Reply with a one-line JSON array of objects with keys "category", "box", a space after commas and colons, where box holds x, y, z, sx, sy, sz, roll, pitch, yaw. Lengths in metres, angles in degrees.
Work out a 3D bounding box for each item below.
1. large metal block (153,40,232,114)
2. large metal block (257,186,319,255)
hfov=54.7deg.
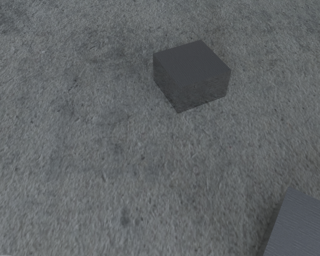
[{"category": "large metal block", "box": [0.044, -0.077, 0.452, 0.081, 0.050, 0.080, -21, 53, -17]}, {"category": "large metal block", "box": [0.142, 0.116, 0.292, 0.080, 0.050, 0.080, 25, 54, 19]}]
